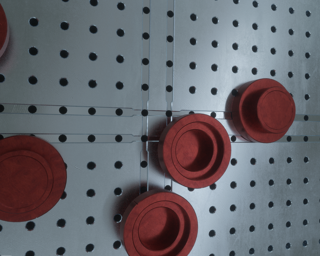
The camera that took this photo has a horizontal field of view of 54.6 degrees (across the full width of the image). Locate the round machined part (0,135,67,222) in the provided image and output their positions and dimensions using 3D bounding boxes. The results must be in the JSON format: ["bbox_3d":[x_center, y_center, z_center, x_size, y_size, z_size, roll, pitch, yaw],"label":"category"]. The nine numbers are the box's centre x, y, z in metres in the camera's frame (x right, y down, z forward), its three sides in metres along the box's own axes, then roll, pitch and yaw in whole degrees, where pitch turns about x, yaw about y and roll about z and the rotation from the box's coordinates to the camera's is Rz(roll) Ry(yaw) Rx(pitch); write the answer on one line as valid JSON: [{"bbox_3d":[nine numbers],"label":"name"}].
[{"bbox_3d":[-0.155,0.057,0.346,0.099,0.042,0.097,0,90,-20],"label":"round machined part"}]

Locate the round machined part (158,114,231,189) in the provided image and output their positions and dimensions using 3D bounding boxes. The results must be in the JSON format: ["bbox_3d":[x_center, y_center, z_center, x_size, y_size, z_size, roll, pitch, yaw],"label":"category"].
[{"bbox_3d":[0.043,0.030,0.419,0.099,0.042,0.097,0,90,-20],"label":"round machined part"}]

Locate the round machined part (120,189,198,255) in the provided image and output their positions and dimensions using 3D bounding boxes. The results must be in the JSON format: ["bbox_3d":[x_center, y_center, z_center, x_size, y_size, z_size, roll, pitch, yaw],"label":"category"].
[{"bbox_3d":[-0.004,0.128,0.402,0.099,0.042,0.097,0,90,-20],"label":"round machined part"}]

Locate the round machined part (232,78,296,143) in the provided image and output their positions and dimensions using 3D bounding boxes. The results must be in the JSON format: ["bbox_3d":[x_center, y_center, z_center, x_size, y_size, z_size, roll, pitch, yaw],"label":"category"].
[{"bbox_3d":[0.161,-0.026,0.462,0.099,0.042,0.097,0,90,-20],"label":"round machined part"}]

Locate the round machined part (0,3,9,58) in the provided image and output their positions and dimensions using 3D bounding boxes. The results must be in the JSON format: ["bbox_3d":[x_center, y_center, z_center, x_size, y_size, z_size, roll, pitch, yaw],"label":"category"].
[{"bbox_3d":[-0.213,-0.105,0.325,0.099,0.042,0.097,0,90,-20],"label":"round machined part"}]
